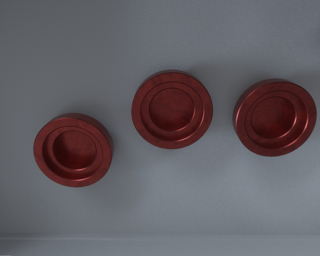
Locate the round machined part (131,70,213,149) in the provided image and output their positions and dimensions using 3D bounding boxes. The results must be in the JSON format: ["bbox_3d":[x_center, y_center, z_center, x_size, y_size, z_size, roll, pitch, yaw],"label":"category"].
[{"bbox_3d":[0.015,-0.026,0.393,0.099,0.042,0.097,0,110,0],"label":"round machined part"}]

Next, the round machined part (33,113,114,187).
[{"bbox_3d":[-0.110,0.026,0.411,0.099,0.042,0.097,0,110,0],"label":"round machined part"}]

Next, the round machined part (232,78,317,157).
[{"bbox_3d":[0.142,-0.016,0.397,0.099,0.042,0.097,0,110,0],"label":"round machined part"}]
